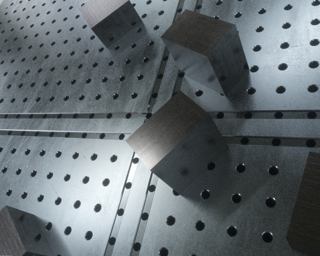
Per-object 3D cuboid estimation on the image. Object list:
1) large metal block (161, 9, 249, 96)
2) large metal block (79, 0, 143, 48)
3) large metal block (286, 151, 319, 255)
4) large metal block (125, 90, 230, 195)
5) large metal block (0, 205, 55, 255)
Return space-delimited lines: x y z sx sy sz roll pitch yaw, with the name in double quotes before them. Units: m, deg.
"large metal block" 0.059 -0.097 0.400 0.080 0.080 0.050 35 82 38
"large metal block" -0.090 -0.205 0.563 0.080 0.050 0.080 -35 51 4
"large metal block" 0.162 0.074 0.262 0.080 0.050 0.080 12 68 32
"large metal block" 0.022 0.019 0.349 0.080 0.080 0.050 -43 51 -2
"large metal block" -0.193 0.161 0.393 0.080 0.050 0.080 -46 52 -5
